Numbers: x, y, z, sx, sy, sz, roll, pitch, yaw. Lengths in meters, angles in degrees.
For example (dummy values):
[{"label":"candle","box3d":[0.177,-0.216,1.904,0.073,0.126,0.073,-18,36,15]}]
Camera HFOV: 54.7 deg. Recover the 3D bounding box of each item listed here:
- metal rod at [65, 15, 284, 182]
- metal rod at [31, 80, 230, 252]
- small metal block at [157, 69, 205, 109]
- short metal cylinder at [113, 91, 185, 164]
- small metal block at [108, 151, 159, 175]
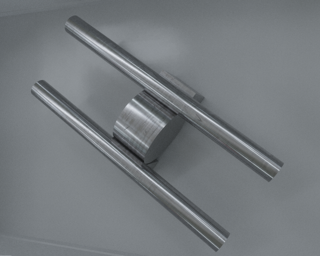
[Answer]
[{"label":"metal rod","box3d":[0.003,-0.043,0.354,0.300,0.025,0.025,38,102,15]},{"label":"metal rod","box3d":[-0.047,0.035,0.373,0.300,0.025,0.025,38,102,16]},{"label":"small metal block","box3d":[0.023,-0.045,0.386,0.050,0.050,0.025,38,102,15]},{"label":"short metal cylinder","box3d":[-0.012,-0.003,0.383,0.050,0.080,0.080,38,102,15]},{"label":"small metal block","box3d":[-0.036,0.040,0.407,0.050,0.050,0.025,38,102,15]}]
